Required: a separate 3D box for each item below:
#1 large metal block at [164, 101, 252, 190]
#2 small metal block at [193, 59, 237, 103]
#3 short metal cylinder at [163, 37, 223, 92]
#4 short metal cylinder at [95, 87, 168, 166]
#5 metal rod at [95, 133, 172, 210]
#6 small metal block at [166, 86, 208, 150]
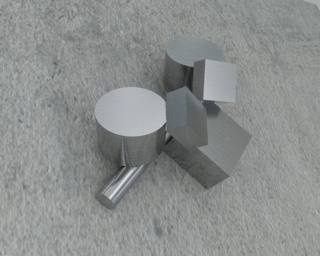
[{"bbox_3d":[0.063,0.020,0.411,0.080,0.050,0.080,41,51,0],"label":"large metal block"},{"bbox_3d":[0.071,-0.059,0.401,0.050,0.025,0.050,2,91,-28],"label":"small metal block"},{"bbox_3d":[0.047,-0.091,0.453,0.081,0.050,0.080,3,45,-3],"label":"short metal cylinder"},{"bbox_3d":[-0.032,-0.003,0.357,0.081,0.050,0.080,3,45,-3],"label":"short metal cylinder"},{"bbox_3d":[0.019,-0.010,0.423,0.025,0.025,0.301,42,51,0],"label":"metal rod"},{"bbox_3d":[0.031,-0.010,0.350,0.050,0.025,0.050,40,42,-45],"label":"small metal block"}]
